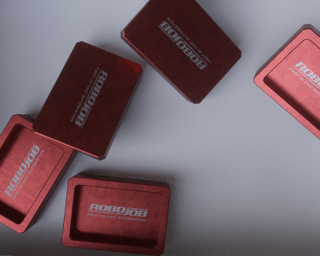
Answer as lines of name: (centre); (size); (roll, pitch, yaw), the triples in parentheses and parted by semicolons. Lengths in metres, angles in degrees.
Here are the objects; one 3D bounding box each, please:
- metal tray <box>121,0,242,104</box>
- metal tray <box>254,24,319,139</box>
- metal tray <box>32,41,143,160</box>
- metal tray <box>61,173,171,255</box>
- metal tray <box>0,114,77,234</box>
metal tray: (0.028, -0.105, 0.389); (0.130, 0.030, 0.090); (41, 91, -19)
metal tray: (0.197, -0.053, 0.387); (0.130, 0.030, 0.090); (41, 126, 0)
metal tray: (-0.087, -0.035, 0.392); (0.090, 0.030, 0.130); (22, 75, -1)
metal tray: (-0.056, 0.112, 0.408); (0.131, 0.030, 0.089); (6, 90, -1)
metal tray: (-0.179, 0.058, 0.406); (0.090, 0.030, 0.130); (31, 90, -1)
